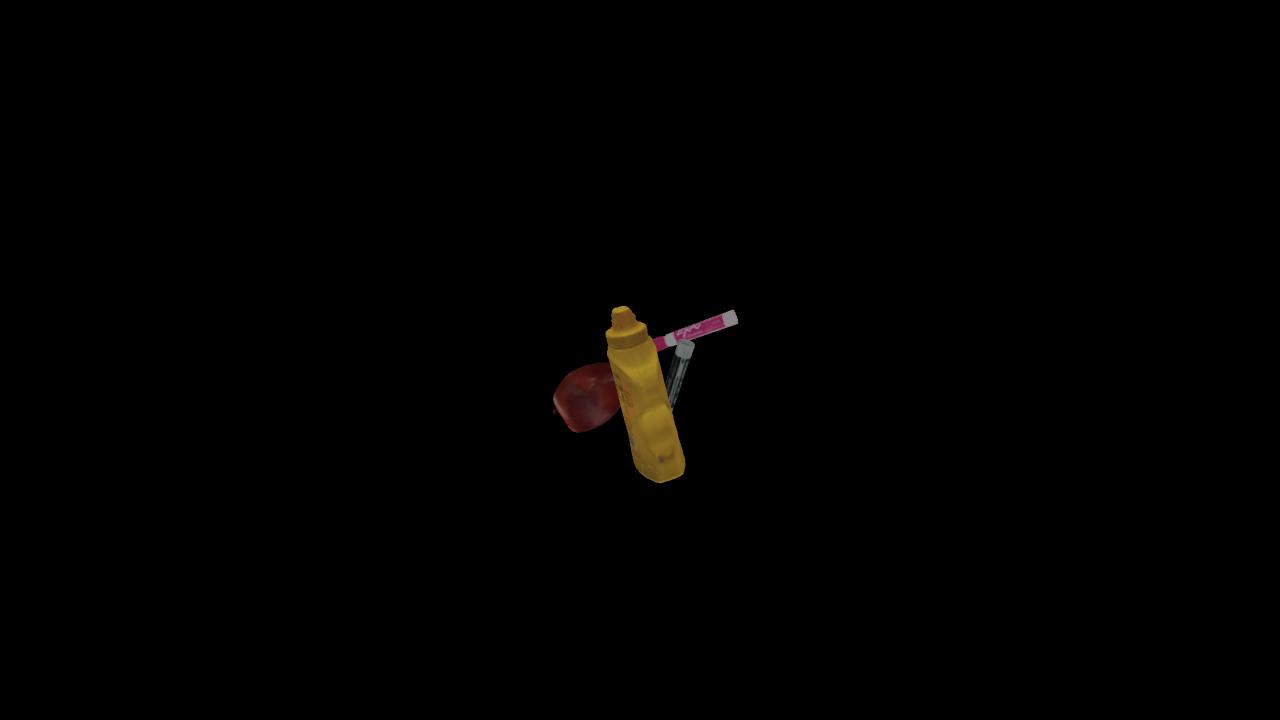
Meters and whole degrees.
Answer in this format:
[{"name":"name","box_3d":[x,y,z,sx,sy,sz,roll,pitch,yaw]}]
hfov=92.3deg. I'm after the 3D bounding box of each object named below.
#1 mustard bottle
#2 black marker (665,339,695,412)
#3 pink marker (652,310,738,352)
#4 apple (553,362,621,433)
[{"name":"mustard bottle","box_3d":[0.001,0.031,0.640,0.054,0.184,0.092,-16,22,-5]},{"name":"black marker","box_3d":[0.035,0.034,0.682,0.020,0.121,0.020,13,25,-6]},{"name":"pink marker","box_3d":[0.062,-0.034,0.766,0.121,0.020,0.020,-19,-6,17]},{"name":"apple","box_3d":[-0.061,0.044,0.736,0.093,0.079,0.079,-28,4,-8]}]
